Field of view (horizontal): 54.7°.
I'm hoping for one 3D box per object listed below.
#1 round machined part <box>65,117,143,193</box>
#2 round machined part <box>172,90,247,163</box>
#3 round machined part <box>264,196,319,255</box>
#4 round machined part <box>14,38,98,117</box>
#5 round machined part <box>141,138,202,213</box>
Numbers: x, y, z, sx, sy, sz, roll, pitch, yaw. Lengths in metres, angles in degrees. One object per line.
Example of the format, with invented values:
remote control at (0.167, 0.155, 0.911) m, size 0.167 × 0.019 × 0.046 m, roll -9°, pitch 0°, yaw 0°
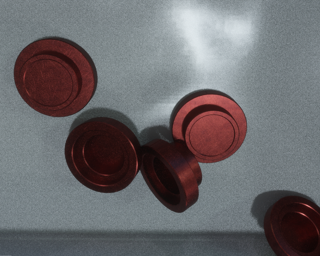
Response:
round machined part at (-0.070, 0.032, 0.405) m, size 0.098 × 0.042 × 0.097 m, roll 5°, pitch 109°, yaw 13°
round machined part at (0.065, 0.003, 0.404) m, size 0.099 × 0.042 × 0.097 m, roll 0°, pitch 110°, yaw 0°
round machined part at (0.193, 0.150, 0.438) m, size 0.099 × 0.098 × 0.042 m, roll 13°, pitch 143°, yaw -5°
round machined part at (-0.130, -0.059, 0.379) m, size 0.099 × 0.042 × 0.097 m, roll 0°, pitch 110°, yaw 0°
round machined part at (0.016, 0.057, 0.404) m, size 0.042 × 0.098 × 0.097 m, roll -29°, pitch 112°, yaw -28°
